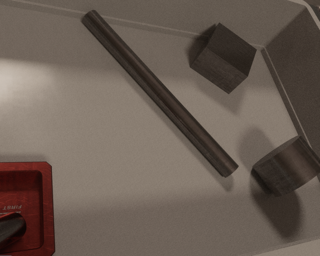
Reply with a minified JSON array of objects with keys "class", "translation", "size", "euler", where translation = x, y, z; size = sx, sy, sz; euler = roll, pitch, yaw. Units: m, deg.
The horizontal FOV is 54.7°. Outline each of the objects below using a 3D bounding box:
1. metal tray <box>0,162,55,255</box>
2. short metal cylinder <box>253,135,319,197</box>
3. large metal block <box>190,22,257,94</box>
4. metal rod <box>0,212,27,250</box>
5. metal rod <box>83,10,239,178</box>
[{"class":"metal tray","translation":[-0.163,0.077,0.267],"size":[0.131,0.030,0.090],"euler":[2,61,-28]},{"class":"short metal cylinder","translation":[0.180,0.053,0.437],"size":[0.081,0.080,0.050],"euler":[-28,77,-37]},{"class":"large metal block","translation":[0.108,-0.118,0.522],"size":[0.080,0.050,0.080],"euler":[34,51,-7]},{"class":"metal rod","translation":[-0.157,0.086,0.124],"size":[0.025,0.025,0.301],"euler":[50,8,7]},{"class":"metal rod","translation":[-0.002,-0.051,0.437],"size":[0.300,0.025,0.025],"euler":[48,51,5]}]
